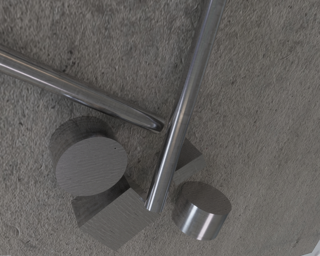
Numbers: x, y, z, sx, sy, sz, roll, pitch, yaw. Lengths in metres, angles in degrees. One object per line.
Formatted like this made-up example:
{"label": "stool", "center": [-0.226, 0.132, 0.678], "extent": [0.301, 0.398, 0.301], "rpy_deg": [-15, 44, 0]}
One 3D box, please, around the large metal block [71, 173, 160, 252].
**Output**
{"label": "large metal block", "center": [-0.060, 0.111, 0.427], "extent": [0.080, 0.050, 0.080], "rpy_deg": [-38, 129, -3]}

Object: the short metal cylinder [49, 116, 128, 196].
{"label": "short metal cylinder", "center": [-0.085, 0.033, 0.365], "extent": [0.081, 0.050, 0.079], "rpy_deg": [-14, 124, -21]}

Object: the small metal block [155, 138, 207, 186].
{"label": "small metal block", "center": [0.029, 0.045, 0.434], "extent": [0.050, 0.050, 0.025], "rpy_deg": [-31, 129, -8]}

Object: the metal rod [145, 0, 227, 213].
{"label": "metal rod", "center": [0.032, -0.036, 0.371], "extent": [0.025, 0.025, 0.298], "rpy_deg": [8, 105, -32]}

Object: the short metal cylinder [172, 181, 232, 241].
{"label": "short metal cylinder", "center": [0.065, 0.128, 0.486], "extent": [0.081, 0.080, 0.050], "rpy_deg": [7, 115, -32]}

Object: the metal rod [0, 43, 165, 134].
{"label": "metal rod", "center": [-0.114, -0.051, 0.313], "extent": [0.302, 0.025, 0.025], "rpy_deg": [23, 106, -37]}
